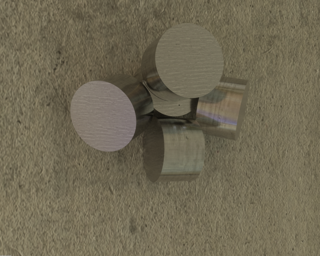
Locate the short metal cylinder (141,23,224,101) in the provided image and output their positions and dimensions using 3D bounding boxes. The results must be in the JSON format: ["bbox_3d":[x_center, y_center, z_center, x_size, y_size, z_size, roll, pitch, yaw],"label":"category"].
[{"bbox_3d":[0.024,-0.072,0.353,0.081,0.050,0.079,0,90,-21],"label":"short metal cylinder"}]

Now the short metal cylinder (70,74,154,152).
[{"bbox_3d":[-0.054,-0.019,0.356,0.080,0.050,0.079,6,110,19],"label":"short metal cylinder"}]

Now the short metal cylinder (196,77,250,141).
[{"bbox_3d":[0.083,-0.027,0.407,0.050,0.080,0.080,13,85,19],"label":"short metal cylinder"}]

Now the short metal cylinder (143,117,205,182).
[{"bbox_3d":[0.015,0.027,0.386,0.050,0.080,0.079,2,90,-20],"label":"short metal cylinder"}]

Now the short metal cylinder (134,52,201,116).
[{"bbox_3d":[0.009,-0.054,0.401,0.081,0.050,0.079,0,90,-21],"label":"short metal cylinder"}]
